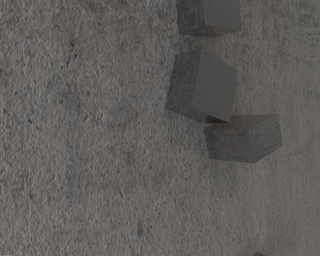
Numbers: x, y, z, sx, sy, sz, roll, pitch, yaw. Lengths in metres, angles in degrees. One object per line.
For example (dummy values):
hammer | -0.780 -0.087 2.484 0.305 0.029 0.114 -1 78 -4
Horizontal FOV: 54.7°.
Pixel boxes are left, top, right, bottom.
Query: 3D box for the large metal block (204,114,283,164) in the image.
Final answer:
large metal block | 0.128 0.014 0.476 0.081 0.080 0.050 -21 104 -38

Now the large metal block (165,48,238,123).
large metal block | 0.060 -0.055 0.439 0.080 0.050 0.080 18 78 -39

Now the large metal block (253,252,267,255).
large metal block | 0.175 0.279 0.535 0.081 0.050 0.080 -26 107 -37

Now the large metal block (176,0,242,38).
large metal block | 0.070 -0.179 0.447 0.081 0.050 0.079 -9 96 -40
